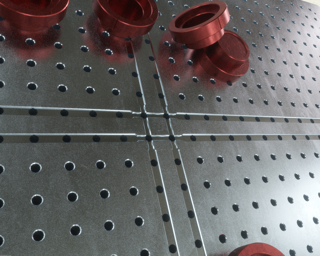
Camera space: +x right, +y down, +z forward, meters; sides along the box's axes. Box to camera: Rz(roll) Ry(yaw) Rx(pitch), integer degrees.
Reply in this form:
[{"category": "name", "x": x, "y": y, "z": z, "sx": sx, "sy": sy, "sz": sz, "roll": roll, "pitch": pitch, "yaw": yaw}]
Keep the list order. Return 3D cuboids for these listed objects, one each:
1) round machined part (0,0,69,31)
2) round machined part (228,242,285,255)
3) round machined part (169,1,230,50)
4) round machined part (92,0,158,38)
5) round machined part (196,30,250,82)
[{"category": "round machined part", "x": -0.173, "y": -0.167, "z": 0.406, "sx": 0.099, "sy": 0.042, "sz": 0.098, "roll": 13, "pitch": 56, "yaw": -21}, {"category": "round machined part", "x": 0.107, "y": 0.182, "z": 0.343, "sx": 0.099, "sy": 0.042, "sz": 0.098, "roll": 13, "pitch": 56, "yaw": -21}, {"category": "round machined part", "x": 0.067, "y": -0.166, "z": 0.511, "sx": 0.042, "sy": 0.098, "sz": 0.098, "roll": 61, "pitch": 40, "yaw": -36}, {"category": "round machined part", "x": -0.056, "y": -0.177, "z": 0.475, "sx": 0.099, "sy": 0.042, "sz": 0.098, "roll": 13, "pitch": 56, "yaw": -21}, {"category": "round machined part", "x": 0.116, "y": -0.131, "z": 0.539, "sx": 0.099, "sy": 0.042, "sz": 0.098, "roll": 13, "pitch": 56, "yaw": -21}]
